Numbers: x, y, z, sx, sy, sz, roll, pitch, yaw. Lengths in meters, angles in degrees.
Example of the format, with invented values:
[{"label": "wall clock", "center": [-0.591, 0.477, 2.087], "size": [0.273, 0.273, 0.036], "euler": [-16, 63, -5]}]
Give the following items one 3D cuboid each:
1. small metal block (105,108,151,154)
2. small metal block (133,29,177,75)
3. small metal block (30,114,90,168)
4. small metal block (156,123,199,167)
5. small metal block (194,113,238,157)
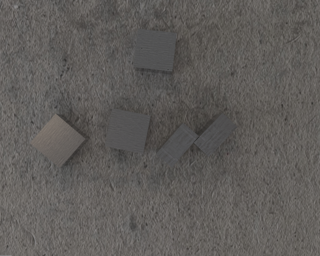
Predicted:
[{"label": "small metal block", "center": [-0.041, 0.004, 0.410], "size": [0.050, 0.025, 0.050], "euler": [11, 90, 0]}, {"label": "small metal block", "center": [-0.006, -0.100, 0.410], "size": [0.050, 0.025, 0.050], "euler": [6, 90, 0]}, {"label": "small metal block", "center": [-0.131, 0.016, 0.409], "size": [0.050, 0.025, 0.050], "euler": [41, 90, 0]}, {"label": "small metal block", "center": [0.021, 0.020, 0.398], "size": [0.025, 0.050, 0.050], "euler": [41, 90, 0]}, {"label": "small metal block", "center": [0.067, 0.008, 0.398], "size": [0.025, 0.050, 0.050], "euler": [44, 90, 0]}]
